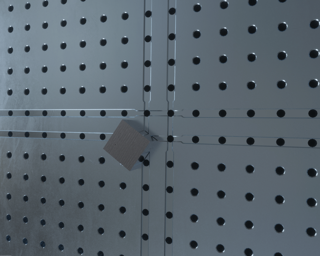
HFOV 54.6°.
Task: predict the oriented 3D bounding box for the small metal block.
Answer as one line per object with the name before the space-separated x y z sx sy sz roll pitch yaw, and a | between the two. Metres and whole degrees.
small metal block | -0.041 0.023 0.428 0.050 0.025 0.050 38 102 16
